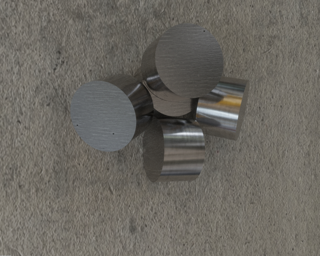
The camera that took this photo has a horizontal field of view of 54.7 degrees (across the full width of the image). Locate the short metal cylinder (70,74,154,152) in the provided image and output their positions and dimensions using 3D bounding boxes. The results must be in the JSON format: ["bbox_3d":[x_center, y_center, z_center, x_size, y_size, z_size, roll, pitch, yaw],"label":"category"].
[{"bbox_3d":[-0.054,-0.019,0.356,0.080,0.050,0.079,6,110,19],"label":"short metal cylinder"}]

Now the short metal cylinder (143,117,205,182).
[{"bbox_3d":[0.015,0.027,0.386,0.050,0.080,0.079,2,90,-20],"label":"short metal cylinder"}]

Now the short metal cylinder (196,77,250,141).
[{"bbox_3d":[0.083,-0.027,0.407,0.050,0.080,0.080,13,85,19],"label":"short metal cylinder"}]

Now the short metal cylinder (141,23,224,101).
[{"bbox_3d":[0.024,-0.072,0.353,0.081,0.050,0.079,0,90,-21],"label":"short metal cylinder"}]

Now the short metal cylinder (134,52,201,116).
[{"bbox_3d":[0.009,-0.054,0.401,0.081,0.050,0.079,0,90,-21],"label":"short metal cylinder"}]
